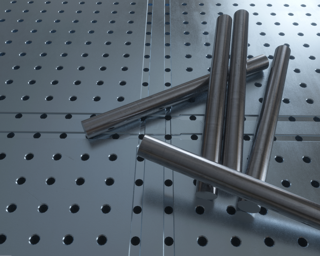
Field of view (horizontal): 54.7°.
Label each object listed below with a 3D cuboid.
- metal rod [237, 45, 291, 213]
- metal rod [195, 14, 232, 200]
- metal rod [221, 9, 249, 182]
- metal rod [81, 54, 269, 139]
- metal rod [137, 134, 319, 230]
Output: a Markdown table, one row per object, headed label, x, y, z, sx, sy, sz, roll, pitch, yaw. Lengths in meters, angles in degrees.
| label | x | y | z | sx | sy | sz | roll | pitch | yaw |
| --- | --- | --- | --- | --- | --- | --- | --- | --- | --- |
| metal rod | 0.151 | -0.021 | 0.427 | 0.025 | 0.025 | 0.301 | 17 | 52 | 13 |
| metal rod | 0.078 | -0.049 | 0.424 | 0.025 | 0.025 | 0.300 | 8 | 58 | 6 |
| metal rod | 0.108 | -0.062 | 0.435 | 0.025 | 0.025 | 0.300 | 8 | 58 | 6 |
| metal rod | 0.034 | -0.052 | 0.451 | 0.302 | 0.025 | 0.025 | -22 | 54 | -18 |
| metal rod | 0.120 | 0.073 | 0.317 | 0.301 | 0.025 | 0.025 | 22 | 53 | 5 |
